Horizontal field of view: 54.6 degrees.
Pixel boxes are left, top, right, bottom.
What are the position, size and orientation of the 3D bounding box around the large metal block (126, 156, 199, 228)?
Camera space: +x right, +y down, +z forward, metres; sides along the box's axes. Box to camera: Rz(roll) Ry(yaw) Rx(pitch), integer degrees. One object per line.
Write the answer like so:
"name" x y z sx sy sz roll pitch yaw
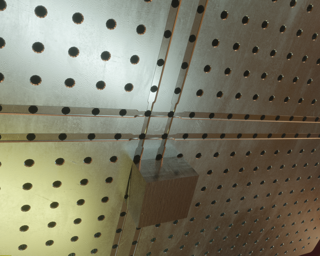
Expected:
"large metal block" 0.001 0.091 0.451 0.081 0.050 0.079 -3 120 -27
